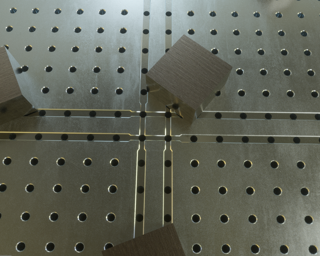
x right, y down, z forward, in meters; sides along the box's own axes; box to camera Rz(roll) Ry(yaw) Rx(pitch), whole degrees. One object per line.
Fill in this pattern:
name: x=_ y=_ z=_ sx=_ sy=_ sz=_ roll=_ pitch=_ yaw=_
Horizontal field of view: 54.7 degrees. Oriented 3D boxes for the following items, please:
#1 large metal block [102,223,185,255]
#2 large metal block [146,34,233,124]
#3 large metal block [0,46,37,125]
large metal block: x=-0.009 y=0.159 z=0.340 sx=0.081 sy=0.050 sz=0.080 roll=-20 pitch=71 yaw=-7
large metal block: x=0.038 y=-0.066 z=0.423 sx=0.080 sy=0.050 sz=0.080 roll=38 pitch=74 yaw=12
large metal block: x=-0.225 y=-0.051 z=0.414 sx=0.080 sy=0.050 sz=0.080 roll=-24 pitch=72 yaw=-9
